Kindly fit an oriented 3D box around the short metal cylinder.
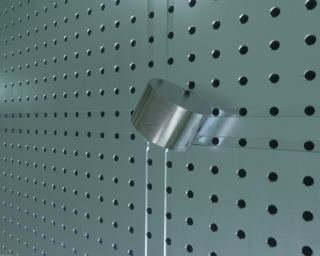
[{"bbox_3d":[0.013,-0.017,0.364,0.080,0.081,0.050,42,116,32],"label":"short metal cylinder"}]
